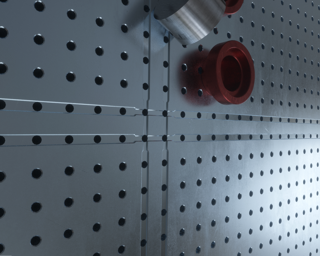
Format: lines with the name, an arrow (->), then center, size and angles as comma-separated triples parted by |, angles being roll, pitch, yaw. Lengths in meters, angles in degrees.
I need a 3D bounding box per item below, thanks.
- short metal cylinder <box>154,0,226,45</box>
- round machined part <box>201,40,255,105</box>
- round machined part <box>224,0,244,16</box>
short metal cylinder -> 0.038, -0.157, 0.407 | 0.050, 0.080, 0.080 | 36, 68, -35
round machined part -> 0.103, -0.085, 0.487 | 0.099, 0.042, 0.097 | 0, 90, -40
round machined part -> 0.083, -0.217, 0.469 | 0.099, 0.042, 0.097 | 0, 90, -40
